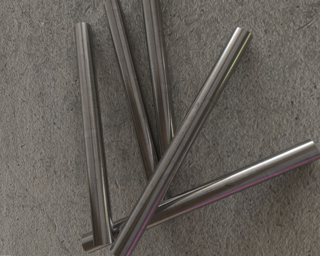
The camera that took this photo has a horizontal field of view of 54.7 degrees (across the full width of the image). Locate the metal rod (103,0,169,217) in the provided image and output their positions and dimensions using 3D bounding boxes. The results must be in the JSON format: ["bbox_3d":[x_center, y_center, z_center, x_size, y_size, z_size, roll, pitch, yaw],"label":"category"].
[{"bbox_3d":[-0.030,-0.029,0.419,0.025,0.025,0.298,-16,85,19],"label":"metal rod"}]

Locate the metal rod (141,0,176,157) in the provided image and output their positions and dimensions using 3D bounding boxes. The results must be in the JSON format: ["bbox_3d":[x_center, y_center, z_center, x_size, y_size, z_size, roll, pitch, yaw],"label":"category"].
[{"bbox_3d":[-0.003,-0.095,0.410,0.025,0.025,0.298,-8,87,20],"label":"metal rod"}]

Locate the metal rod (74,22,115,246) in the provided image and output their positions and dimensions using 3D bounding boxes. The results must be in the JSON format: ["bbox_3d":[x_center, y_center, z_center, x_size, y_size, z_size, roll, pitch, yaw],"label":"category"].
[{"bbox_3d":[-0.089,-0.004,0.408,0.025,0.025,0.299,-15,73,19],"label":"metal rod"}]

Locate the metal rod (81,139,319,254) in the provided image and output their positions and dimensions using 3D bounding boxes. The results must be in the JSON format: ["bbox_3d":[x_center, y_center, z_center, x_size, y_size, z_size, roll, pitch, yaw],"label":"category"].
[{"bbox_3d":[0.040,0.086,0.374,0.301,0.025,0.025,-25,82,10],"label":"metal rod"}]

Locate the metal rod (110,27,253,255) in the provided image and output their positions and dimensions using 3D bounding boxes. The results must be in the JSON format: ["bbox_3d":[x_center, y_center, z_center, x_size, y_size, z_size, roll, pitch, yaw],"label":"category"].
[{"bbox_3d":[0.027,0.016,0.366,0.025,0.025,0.299,29,87,17],"label":"metal rod"}]
